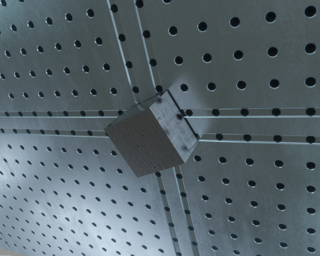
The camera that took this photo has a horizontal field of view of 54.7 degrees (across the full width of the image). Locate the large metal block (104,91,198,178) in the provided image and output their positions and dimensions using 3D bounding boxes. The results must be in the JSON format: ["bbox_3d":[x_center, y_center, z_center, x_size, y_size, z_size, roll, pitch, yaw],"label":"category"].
[{"bbox_3d":[-0.011,0.010,0.402,0.080,0.050,0.080,-23,107,36],"label":"large metal block"}]
